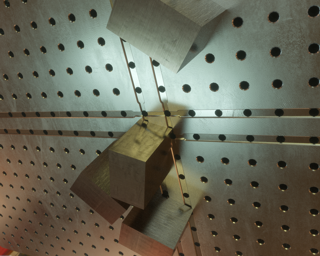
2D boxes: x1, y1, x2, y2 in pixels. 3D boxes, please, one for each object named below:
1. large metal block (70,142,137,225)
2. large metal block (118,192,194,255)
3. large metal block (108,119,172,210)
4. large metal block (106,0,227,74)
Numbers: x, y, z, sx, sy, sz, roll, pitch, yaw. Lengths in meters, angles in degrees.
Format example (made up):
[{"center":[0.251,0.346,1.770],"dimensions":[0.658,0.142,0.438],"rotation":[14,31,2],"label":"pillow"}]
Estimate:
[{"center":[-0.071,0.081,0.464],"dimensions":[0.080,0.080,0.050],"rotation":[40,129,1],"label":"large metal block"},{"center":[-0.005,0.149,0.471],"dimensions":[0.080,0.080,0.050],"rotation":[23,127,14],"label":"large metal block"},{"center":[-0.025,0.047,0.418],"dimensions":[0.050,0.080,0.079],"rotation":[16,125,19],"label":"large metal block"},{"center":[0.008,-0.108,0.305],"dimensions":[0.080,0.080,0.050],"rotation":[34,129,5],"label":"large metal block"}]
